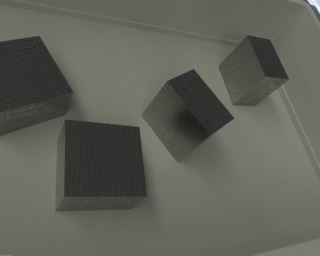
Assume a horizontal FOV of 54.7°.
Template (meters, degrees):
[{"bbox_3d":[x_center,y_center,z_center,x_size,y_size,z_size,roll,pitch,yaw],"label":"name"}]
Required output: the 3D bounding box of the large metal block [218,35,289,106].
[{"bbox_3d":[0.150,-0.091,0.510,0.050,0.080,0.080,1,62,-28],"label":"large metal block"}]

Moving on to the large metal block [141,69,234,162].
[{"bbox_3d":[0.033,-0.014,0.398,0.050,0.080,0.080,-31,79,-38],"label":"large metal block"}]

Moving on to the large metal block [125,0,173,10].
[{"bbox_3d":[-0.021,-0.261,0.542,0.081,0.050,0.080,0,62,-29],"label":"large metal block"}]

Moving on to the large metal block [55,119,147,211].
[{"bbox_3d":[-0.065,0.042,0.330,0.081,0.050,0.080,6,59,-26],"label":"large metal block"}]

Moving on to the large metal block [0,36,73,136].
[{"bbox_3d":[-0.155,-0.047,0.335,0.081,0.050,0.080,-24,75,-37],"label":"large metal block"}]
